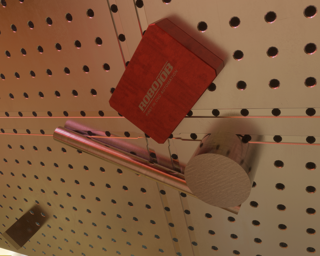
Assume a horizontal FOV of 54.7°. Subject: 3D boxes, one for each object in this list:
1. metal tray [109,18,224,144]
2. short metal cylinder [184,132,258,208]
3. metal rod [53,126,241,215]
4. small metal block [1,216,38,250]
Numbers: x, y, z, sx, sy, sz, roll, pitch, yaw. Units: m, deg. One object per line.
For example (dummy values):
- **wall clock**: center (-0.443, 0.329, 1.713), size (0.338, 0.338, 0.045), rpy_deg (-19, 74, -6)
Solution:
- **metal tray**: center (0.002, -0.051, 0.374), size (0.090, 0.030, 0.129), rpy_deg (38, 129, 2)
- **short metal cylinder**: center (0.077, 0.052, 0.386), size (0.080, 0.050, 0.079), rpy_deg (13, 124, 20)
- **metal rod**: center (-0.028, 0.057, 0.459), size (0.301, 0.025, 0.025), rpy_deg (20, 126, 16)
- **small metal block**: center (-0.321, 0.240, 0.709), size (0.050, 0.050, 0.025), rpy_deg (48, 129, -6)
